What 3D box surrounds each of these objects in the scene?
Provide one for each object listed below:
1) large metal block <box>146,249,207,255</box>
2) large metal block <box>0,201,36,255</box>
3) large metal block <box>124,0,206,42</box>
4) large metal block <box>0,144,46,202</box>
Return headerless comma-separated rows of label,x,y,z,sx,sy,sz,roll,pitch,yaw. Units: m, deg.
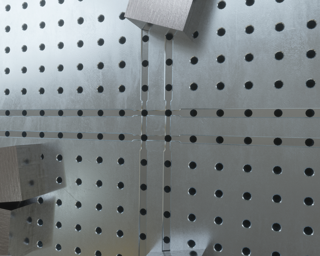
large metal block,0.021,0.205,0.391,0.080,0.050,0.080,-12,86,19
large metal block,-0.248,0.155,0.485,0.080,0.050,0.079,5,92,19
large metal block,0.012,-0.164,0.395,0.080,0.050,0.080,20,97,18
large metal block,-0.230,0.070,0.478,0.080,0.050,0.080,-8,87,19
